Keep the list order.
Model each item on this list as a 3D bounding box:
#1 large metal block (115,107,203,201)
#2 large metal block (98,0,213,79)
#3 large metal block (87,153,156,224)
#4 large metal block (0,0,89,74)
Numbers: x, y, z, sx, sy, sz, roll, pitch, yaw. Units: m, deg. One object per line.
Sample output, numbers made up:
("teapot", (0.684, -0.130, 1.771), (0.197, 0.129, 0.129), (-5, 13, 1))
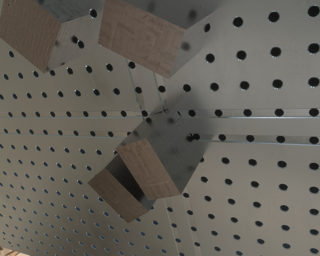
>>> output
("large metal block", (0.002, 0.032, 0.395), (0.050, 0.080, 0.080), (-19, 108, 35))
("large metal block", (-0.003, -0.102, 0.315), (0.080, 0.080, 0.050), (28, 128, 10))
("large metal block", (-0.040, 0.072, 0.442), (0.080, 0.080, 0.050), (46, 129, -4))
("large metal block", (-0.150, -0.131, 0.394), (0.080, 0.050, 0.080), (39, 129, 1))
